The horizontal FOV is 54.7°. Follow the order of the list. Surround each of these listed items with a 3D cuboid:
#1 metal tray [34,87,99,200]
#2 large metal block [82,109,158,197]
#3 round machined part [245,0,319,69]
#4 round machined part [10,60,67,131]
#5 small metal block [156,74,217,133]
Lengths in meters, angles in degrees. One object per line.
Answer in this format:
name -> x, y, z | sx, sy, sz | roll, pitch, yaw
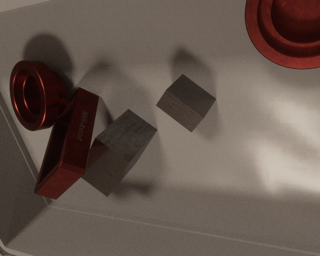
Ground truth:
metal tray -> -0.124, 0.019, 0.417 | 0.030, 0.130, 0.090 | 25, 134, -28
large metal block -> -0.057, 0.033, 0.422 | 0.050, 0.080, 0.079 | 36, 129, 4
round machined part -> 0.127, -0.104, 0.266 | 0.098, 0.042, 0.097 | 13, 124, 20
round machined part -> -0.170, -0.047, 0.442 | 0.098, 0.042, 0.097 | 11, 107, 39
small metal block -> 0.031, -0.030, 0.357 | 0.050, 0.050, 0.025 | 38, 129, 2
